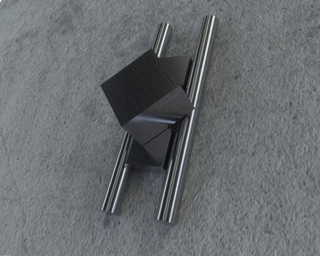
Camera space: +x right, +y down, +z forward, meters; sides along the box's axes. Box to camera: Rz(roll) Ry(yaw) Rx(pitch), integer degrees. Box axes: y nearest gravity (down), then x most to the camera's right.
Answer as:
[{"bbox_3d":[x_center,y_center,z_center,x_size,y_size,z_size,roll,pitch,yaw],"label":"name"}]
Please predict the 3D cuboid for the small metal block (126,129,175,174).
[{"bbox_3d":[-0.009,0.029,0.390,0.050,0.025,0.050,1,62,28],"label":"small metal block"}]

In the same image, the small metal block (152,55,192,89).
[{"bbox_3d":[0.018,-0.074,0.438,0.050,0.025,0.050,1,62,28],"label":"small metal block"}]

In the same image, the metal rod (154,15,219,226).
[{"bbox_3d":[0.041,-0.028,0.401,0.025,0.025,0.300,1,62,28],"label":"metal rod"}]

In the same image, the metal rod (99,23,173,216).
[{"bbox_3d":[-0.026,-0.029,0.436,0.025,0.025,0.300,1,62,28],"label":"metal rod"}]

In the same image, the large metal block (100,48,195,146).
[{"bbox_3d":[-0.016,-0.039,0.386,0.080,0.050,0.080,-35,52,4],"label":"large metal block"}]
